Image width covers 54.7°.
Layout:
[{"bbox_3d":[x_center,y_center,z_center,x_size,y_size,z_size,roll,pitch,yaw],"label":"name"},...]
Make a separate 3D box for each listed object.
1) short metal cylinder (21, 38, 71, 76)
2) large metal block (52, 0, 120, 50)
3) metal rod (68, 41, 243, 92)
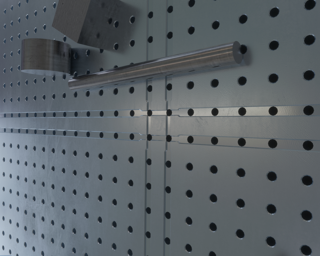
[{"bbox_3d":[-0.196,-0.120,0.535,0.080,0.081,0.050,4,93,40],"label":"short metal cylinder"},{"bbox_3d":[-0.119,-0.181,0.491,0.080,0.050,0.079,37,113,34],"label":"large metal block"},{"bbox_3d":[-0.031,-0.078,0.434,0.300,0.025,0.025,-2,89,40],"label":"metal rod"}]
